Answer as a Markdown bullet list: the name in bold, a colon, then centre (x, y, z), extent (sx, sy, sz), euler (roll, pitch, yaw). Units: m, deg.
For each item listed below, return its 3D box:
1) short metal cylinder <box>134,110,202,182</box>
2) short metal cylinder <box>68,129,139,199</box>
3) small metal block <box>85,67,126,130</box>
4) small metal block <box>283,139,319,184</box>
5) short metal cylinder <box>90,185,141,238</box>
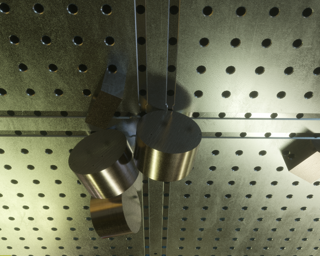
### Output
- **short metal cylinder**: centre (0.008, 0.021, 0.394), extent (0.081, 0.080, 0.050), euler (6, 130, -5)
- **short metal cylinder**: centre (-0.073, 0.047, 0.415), extent (0.080, 0.080, 0.050), euler (-13, 129, 10)
- **small metal block**: centre (-0.064, -0.035, 0.365), extent (0.025, 0.050, 0.050), euler (23, 127, -18)
- **small metal block**: centre (0.222, 0.050, 0.457), extent (0.050, 0.025, 0.050), euler (27, 125, -22)
- **short metal cylinder**: centre (-0.067, 0.127, 0.483), extent (0.050, 0.080, 0.080), euler (-14, 129, 11)
